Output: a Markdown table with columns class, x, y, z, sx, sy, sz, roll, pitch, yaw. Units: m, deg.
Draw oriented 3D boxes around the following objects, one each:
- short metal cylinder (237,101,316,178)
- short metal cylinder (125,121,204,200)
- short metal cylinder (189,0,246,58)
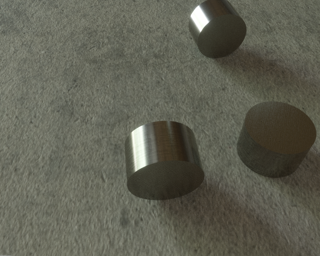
| class | x | y | z | sx | sy | sz | roll | pitch | yaw |
| --- | --- | --- | --- | --- | --- | --- | --- | --- | --- |
| short metal cylinder | 0.139 | 0.013 | 0.378 | 0.081 | 0.050 | 0.080 | 0 | 50 | 0 |
| short metal cylinder | 0.003 | 0.037 | 0.336 | 0.081 | 0.080 | 0.050 | -5 | 51 | -5 |
| short metal cylinder | 0.092 | -0.161 | 0.504 | 0.081 | 0.080 | 0.050 | -10 | 51 | -9 |
